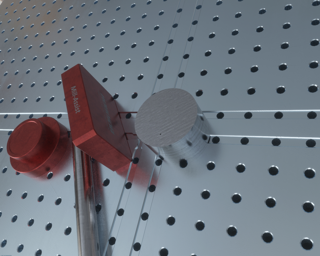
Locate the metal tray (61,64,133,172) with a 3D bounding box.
[{"bbox_3d":[-0.086,-0.015,0.418,0.030,0.090,0.130,-30,52,9],"label":"metal tray"}]

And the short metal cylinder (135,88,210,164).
[{"bbox_3d":[0.016,-0.002,0.384,0.080,0.050,0.080,-13,56,20],"label":"short metal cylinder"}]

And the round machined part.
[{"bbox_3d":[-0.197,0.024,0.484,0.098,0.042,0.098,-13,56,20],"label":"round machined part"}]

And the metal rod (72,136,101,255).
[{"bbox_3d":[-0.111,0.038,0.441,0.025,0.025,0.299,-25,53,13],"label":"metal rod"}]
